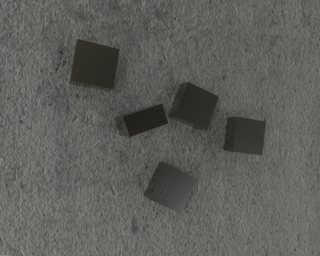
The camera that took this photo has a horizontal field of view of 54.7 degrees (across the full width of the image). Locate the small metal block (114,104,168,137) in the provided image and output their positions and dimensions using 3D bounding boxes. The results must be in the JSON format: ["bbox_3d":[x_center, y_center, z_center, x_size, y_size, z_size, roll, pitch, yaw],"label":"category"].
[{"bbox_3d":[-0.025,-0.010,0.386,0.050,0.050,0.025,-20,97,-19],"label":"small metal block"}]

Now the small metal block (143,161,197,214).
[{"bbox_3d":[0.014,0.079,0.414,0.050,0.025,0.050,30,80,-18],"label":"small metal block"}]

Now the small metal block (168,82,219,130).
[{"bbox_3d":[0.046,-0.029,0.426,0.050,0.025,0.050,23,82,-19],"label":"small metal block"}]

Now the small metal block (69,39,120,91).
[{"bbox_3d":[-0.081,-0.075,0.379,0.050,0.025,0.050,10,87,-20],"label":"small metal block"}]

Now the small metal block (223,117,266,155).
[{"bbox_3d":[0.124,0.012,0.455,0.050,0.025,0.050,8,87,-20],"label":"small metal block"}]
